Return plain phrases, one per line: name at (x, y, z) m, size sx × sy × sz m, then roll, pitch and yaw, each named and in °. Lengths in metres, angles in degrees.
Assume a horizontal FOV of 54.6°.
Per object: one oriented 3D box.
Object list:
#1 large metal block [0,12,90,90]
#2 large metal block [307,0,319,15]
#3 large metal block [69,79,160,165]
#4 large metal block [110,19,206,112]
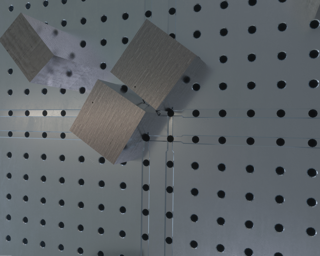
large metal block at (-0.162, -0.105, 0.441) m, size 0.050 × 0.080 × 0.080 m, roll -43°, pitch 77°, yaw 15°
large metal block at (0.190, -0.173, 0.316) m, size 0.080 × 0.080 × 0.050 m, roll -31°, pitch 80°, yaw 17°
large metal block at (-0.061, -0.008, 0.421) m, size 0.080 × 0.050 × 0.080 m, roll 35°, pitch 101°, yaw 16°
large metal block at (-0.002, -0.078, 0.400) m, size 0.080 × 0.050 × 0.080 m, roll 40°, pitch 103°, yaw 15°
